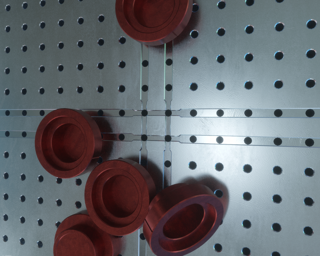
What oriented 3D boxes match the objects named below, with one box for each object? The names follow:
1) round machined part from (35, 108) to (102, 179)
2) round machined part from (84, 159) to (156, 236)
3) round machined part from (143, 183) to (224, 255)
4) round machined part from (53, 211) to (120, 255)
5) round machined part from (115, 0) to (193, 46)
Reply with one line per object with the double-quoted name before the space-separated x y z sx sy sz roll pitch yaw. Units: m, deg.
"round machined part" -0.126 0.021 0.447 0.098 0.042 0.097 0 90 19
"round machined part" -0.049 0.090 0.417 0.098 0.042 0.097 -1 88 23
"round machined part" 0.024 0.106 0.375 0.098 0.098 0.042 -56 39 11
"round machined part" -0.111 0.171 0.441 0.098 0.042 0.097 0 90 19
"round machined part" -0.005 -0.156 0.404 0.098 0.042 0.097 0 90 19
